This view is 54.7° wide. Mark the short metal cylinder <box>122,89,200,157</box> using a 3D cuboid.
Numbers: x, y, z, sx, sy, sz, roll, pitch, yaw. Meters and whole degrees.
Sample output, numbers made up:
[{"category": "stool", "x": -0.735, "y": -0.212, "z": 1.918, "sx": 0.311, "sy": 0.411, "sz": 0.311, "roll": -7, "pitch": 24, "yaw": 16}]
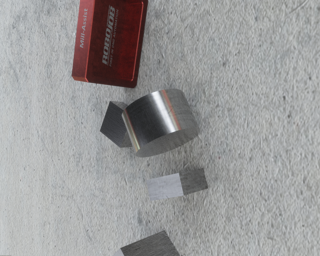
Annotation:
[{"category": "short metal cylinder", "x": 0.001, "y": -0.004, "z": 0.368, "sx": 0.080, "sy": 0.081, "sz": 0.050, "roll": -34, "pitch": 69, "yaw": 35}]

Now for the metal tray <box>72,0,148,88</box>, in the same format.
[{"category": "metal tray", "x": -0.065, "y": -0.123, "z": 0.416, "sx": 0.030, "sy": 0.091, "sz": 0.129, "roll": 14, "pitch": 99, "yaw": 39}]

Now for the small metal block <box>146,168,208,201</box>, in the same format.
[{"category": "small metal block", "x": 0.021, "y": 0.068, "z": 0.372, "sx": 0.050, "sy": 0.050, "sz": 0.025, "roll": -20, "pitch": 78, "yaw": 38}]

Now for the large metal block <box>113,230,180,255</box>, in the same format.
[{"category": "large metal block", "x": -0.013, "y": 0.183, "z": 0.380, "sx": 0.050, "sy": 0.081, "sz": 0.080, "roll": -50, "pitch": 61, "yaw": 28}]

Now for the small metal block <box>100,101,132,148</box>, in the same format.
[{"category": "small metal block", "x": -0.056, "y": -0.006, "z": 0.451, "sx": 0.050, "sy": 0.025, "sz": 0.050, "roll": 34, "pitch": 111, "yaw": 34}]
